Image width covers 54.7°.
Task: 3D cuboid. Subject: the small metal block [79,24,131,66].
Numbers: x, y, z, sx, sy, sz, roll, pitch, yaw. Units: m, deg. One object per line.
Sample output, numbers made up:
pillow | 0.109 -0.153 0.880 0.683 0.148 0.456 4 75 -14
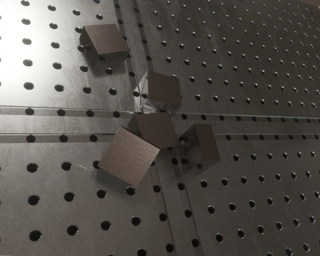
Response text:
small metal block | -0.078 -0.119 0.440 0.050 0.025 0.050 -18 71 -35

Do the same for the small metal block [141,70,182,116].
small metal block | 0.001 -0.050 0.441 0.050 0.025 0.050 11 57 -23

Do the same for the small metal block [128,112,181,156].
small metal block | -0.008 0.008 0.400 0.050 0.025 0.050 -6 65 -31

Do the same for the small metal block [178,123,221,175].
small metal block | 0.048 0.028 0.403 0.025 0.050 0.050 3 60 -27

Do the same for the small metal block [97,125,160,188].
small metal block | -0.036 0.031 0.354 0.050 0.025 0.050 31 92 -9
